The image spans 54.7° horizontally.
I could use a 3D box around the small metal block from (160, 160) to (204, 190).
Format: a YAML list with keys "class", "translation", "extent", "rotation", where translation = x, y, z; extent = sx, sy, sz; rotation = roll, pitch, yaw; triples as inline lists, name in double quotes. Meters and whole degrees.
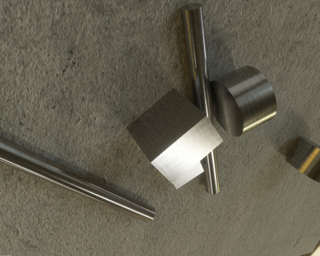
- class: "small metal block"
  translation: [0.032, 0.055, 0.459]
  extent: [0.050, 0.025, 0.050]
  rotation: [-32, 129, -7]

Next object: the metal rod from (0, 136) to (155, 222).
- class: "metal rod"
  translation: [-0.111, 0.065, 0.386]
  extent: [0.025, 0.025, 0.301]
  rotation: [-49, 129, 6]

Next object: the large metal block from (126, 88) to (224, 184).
- class: "large metal block"
  translation: [0.016, 0.008, 0.385]
  extent: [0.080, 0.080, 0.050]
  rotation: [-40, 130, -1]

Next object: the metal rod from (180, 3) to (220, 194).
- class: "metal rod"
  translation: [0.061, -0.016, 0.430]
  extent: [0.025, 0.025, 0.298]
  rotation: [-24, 127, -14]

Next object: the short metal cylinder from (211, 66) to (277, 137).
- class: "short metal cylinder"
  translation: [0.105, -0.035, 0.407]
  extent: [0.050, 0.080, 0.080]
  rotation: [-26, 128, -12]

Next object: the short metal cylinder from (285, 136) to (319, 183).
- class: "short metal cylinder"
  translation: [0.277, 0.057, 0.559]
  extent: [0.081, 0.080, 0.050]
  rotation: [18, 109, -35]
